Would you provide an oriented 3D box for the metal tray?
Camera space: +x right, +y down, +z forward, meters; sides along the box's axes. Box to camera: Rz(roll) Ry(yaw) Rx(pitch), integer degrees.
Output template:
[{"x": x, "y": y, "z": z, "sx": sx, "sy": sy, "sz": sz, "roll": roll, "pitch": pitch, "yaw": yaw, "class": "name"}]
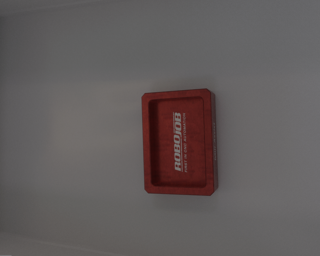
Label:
[{"x": 0.025, "y": 0.018, "z": 0.398, "sx": 0.090, "sy": 0.030, "sz": 0.129, "roll": -2, "pitch": 89, "yaw": 20, "class": "metal tray"}]
